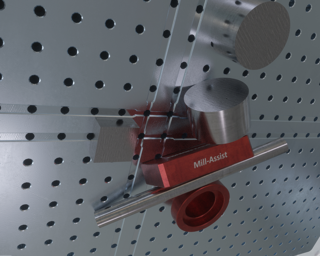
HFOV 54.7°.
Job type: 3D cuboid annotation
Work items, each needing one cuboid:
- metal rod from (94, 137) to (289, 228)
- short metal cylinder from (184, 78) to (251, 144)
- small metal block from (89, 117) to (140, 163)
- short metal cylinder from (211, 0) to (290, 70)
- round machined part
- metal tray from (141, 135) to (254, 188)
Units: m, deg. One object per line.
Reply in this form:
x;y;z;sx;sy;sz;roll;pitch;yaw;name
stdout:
0.050;0.079;0.461;0.302;0.025;0.025;-21;127;-6;metal rod
0.075;-0.024;0.402;0.080;0.080;0.050;-25;126;-13;short metal cylinder
-0.058;0.015;0.389;0.050;0.025;0.050;1;118;-29;small metal block
0.111;-0.118;0.383;0.081;0.050;0.079;-14;124;-21;short metal cylinder
0.061;0.119;0.508;0.099;0.042;0.097;-14;125;-21;round machined part
0.048;0.044;0.423;0.131;0.090;0.030;-16;88;-20;metal tray
